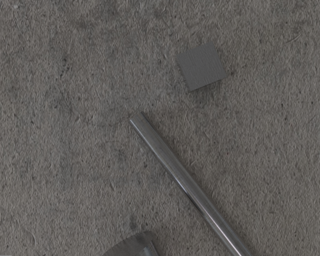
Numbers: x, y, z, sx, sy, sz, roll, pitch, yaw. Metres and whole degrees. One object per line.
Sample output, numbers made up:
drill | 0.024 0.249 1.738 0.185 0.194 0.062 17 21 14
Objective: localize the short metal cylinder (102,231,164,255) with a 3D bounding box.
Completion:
short metal cylinder | -0.032 0.172 0.382 0.080 0.080 0.050 -26 90 0

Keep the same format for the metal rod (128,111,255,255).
metal rod | 0.059 0.103 0.410 0.025 0.025 0.300 -38 90 0

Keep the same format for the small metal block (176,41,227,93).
small metal block | 0.053 -0.080 0.410 0.050 0.025 0.050 -22 90 0
